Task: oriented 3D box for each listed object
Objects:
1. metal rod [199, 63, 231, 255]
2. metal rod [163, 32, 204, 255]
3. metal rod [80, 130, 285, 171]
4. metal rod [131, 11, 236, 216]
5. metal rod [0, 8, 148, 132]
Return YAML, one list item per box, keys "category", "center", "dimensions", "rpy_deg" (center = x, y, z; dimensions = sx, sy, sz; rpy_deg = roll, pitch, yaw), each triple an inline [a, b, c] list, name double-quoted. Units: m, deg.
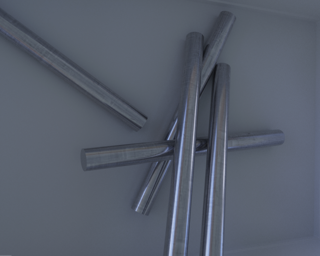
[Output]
- category: "metal rod"
  center: [0.068, 0.045, 0.374]
  dimensions: [0.025, 0.025, 0.300]
  rpy_deg: [20, 60, -19]
- category: "metal rod"
  center: [0.031, 0.011, 0.370]
  dimensions: [0.025, 0.025, 0.299]
  rpy_deg: [16, 65, -19]
- category: "metal rod"
  center: [0.050, 0.024, 0.406]
  dimensions: [0.303, 0.025, 0.025]
  rpy_deg: [-4, 92, -29]
- category: "metal rod"
  center: [0.036, -0.026, 0.423]
  dimensions: [0.025, 0.025, 0.299]
  rpy_deg: [28, 81, -18]
- category: "metal rod"
  center: [-0.140, -0.091, 0.358]
  dimensions: [0.301, 0.025, 0.025]
  rpy_deg: [36, 78, -17]
